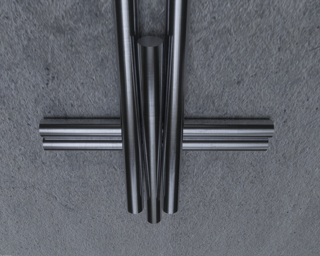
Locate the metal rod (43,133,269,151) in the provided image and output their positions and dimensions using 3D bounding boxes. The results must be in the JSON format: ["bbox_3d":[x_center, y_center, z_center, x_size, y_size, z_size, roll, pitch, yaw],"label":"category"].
[{"bbox_3d":[-0.005,0.019,0.426,0.302,0.025,0.025,0,130,-1],"label":"metal rod"}]

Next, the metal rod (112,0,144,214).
[{"bbox_3d":[-0.035,-0.010,0.372,0.025,0.025,0.298,0,122,-1],"label":"metal rod"}]

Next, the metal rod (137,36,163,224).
[{"bbox_3d":[-0.010,0.029,0.400,0.025,0.025,0.298,0,130,0],"label":"metal rod"}]

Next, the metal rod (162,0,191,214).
[{"bbox_3d":[0.016,-0.010,0.372,0.025,0.025,0.298,0,122,-1],"label":"metal rod"}]

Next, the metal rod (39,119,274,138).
[{"bbox_3d":[-0.003,0.000,0.410,0.302,0.025,0.025,0,130,-1],"label":"metal rod"}]
